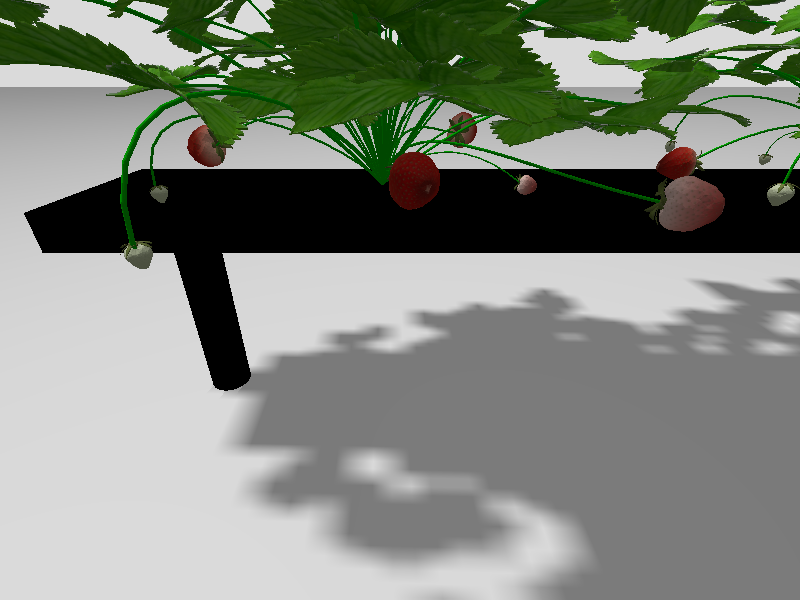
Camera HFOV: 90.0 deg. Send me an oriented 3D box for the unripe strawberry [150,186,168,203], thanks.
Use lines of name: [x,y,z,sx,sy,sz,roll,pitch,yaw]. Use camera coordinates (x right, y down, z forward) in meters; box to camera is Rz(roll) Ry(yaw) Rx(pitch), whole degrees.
unripe strawberry: [-0.175,-0.077,0.293,0.011,0.012,0.011,-10,31,-17]

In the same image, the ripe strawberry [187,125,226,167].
ripe strawberry: [-0.194,-0.153,0.400,0.037,0.038,0.034,1,28,24]

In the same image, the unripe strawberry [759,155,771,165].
unripe strawberry: [0.379,-0.146,0.416,0.009,0.010,0.010,-18,34,-29]

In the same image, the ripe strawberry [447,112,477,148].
ripe strawberry: [0.080,-0.214,0.504,0.036,0.041,0.040,13,32,22]

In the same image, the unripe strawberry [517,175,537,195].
unripe strawberry: [0.099,-0.088,0.310,0.014,0.015,0.013,21,33,8]

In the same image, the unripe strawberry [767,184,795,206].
unripe strawberry: [0.276,-0.076,0.290,0.015,0.015,0.014,-10,31,-18]

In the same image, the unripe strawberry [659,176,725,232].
unripe strawberry: [0.169,-0.055,0.233,0.031,0.032,0.029,18,34,28]

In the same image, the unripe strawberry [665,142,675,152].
unripe strawberry: [0.299,-0.170,0.444,0.010,0.011,0.011,24,37,35]

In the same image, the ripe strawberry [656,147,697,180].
ripe strawberry: [0.245,-0.121,0.356,0.030,0.029,0.027,-5,29,10]

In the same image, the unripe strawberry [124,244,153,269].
unripe strawberry: [-0.112,-0.018,0.173,0.010,0.011,0.011,14,33,23]

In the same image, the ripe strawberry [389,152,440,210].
ripe strawberry: [0.012,-0.081,0.278,0.037,0.039,0.040,-11,32,-18]
